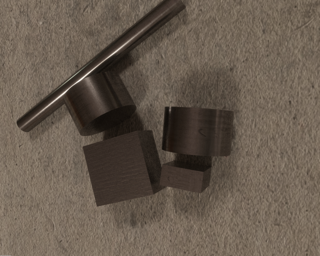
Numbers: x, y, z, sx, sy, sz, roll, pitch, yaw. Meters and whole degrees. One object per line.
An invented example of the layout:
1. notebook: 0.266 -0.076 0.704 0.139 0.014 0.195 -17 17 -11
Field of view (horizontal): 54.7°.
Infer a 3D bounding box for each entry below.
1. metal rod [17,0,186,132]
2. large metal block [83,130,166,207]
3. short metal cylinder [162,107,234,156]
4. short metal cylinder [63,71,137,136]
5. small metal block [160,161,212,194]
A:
1. metal rod: -0.093 -0.085 0.440 0.300 0.025 0.025 -34 79 16
2. large metal block: -0.046 0.052 0.411 0.080 0.050 0.080 -16 85 19
3. short metal cylinder: 0.044 0.003 0.364 0.080 0.080 0.050 5 92 19
4. short metal cylinder: -0.078 -0.031 0.406 0.080 0.080 0.050 -31 80 17
5. small metal block: 0.033 0.059 0.383 0.050 0.050 0.025 8 93 19
